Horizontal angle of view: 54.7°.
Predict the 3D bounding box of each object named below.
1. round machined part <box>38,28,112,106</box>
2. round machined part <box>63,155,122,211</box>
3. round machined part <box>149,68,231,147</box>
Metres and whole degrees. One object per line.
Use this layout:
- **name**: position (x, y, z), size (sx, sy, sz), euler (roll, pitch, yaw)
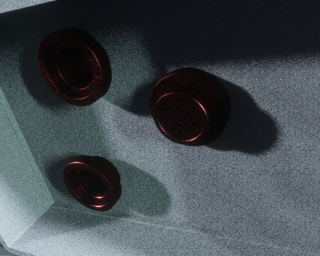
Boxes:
- **round machined part**: position (-0.104, -0.081, 0.403), size (0.098, 0.042, 0.097), euler (13, 124, 21)
- **round machined part**: position (-0.104, 0.084, 0.505), size (0.098, 0.042, 0.097), euler (13, 124, 21)
- **round machined part**: position (0.031, -0.019, 0.370), size (0.098, 0.042, 0.097), euler (13, 124, 21)
